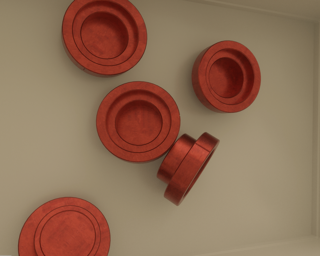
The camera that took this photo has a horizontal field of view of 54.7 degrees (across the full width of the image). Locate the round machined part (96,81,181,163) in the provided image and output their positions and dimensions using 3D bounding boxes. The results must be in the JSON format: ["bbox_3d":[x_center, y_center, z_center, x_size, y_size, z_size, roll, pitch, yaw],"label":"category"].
[{"bbox_3d":[-0.025,-0.005,0.381,0.099,0.042,0.098,0,78,-1],"label":"round machined part"}]

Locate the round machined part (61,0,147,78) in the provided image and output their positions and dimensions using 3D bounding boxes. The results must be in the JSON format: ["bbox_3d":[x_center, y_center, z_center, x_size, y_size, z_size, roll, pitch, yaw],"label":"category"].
[{"bbox_3d":[-0.069,-0.110,0.377,0.099,0.042,0.097,0,90,-21],"label":"round machined part"}]

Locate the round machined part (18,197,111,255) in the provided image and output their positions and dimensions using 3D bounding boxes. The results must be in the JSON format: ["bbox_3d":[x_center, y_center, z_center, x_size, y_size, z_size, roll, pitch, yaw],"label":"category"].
[{"bbox_3d":[-0.103,0.124,0.343,0.099,0.042,0.098,10,60,-17],"label":"round machined part"}]

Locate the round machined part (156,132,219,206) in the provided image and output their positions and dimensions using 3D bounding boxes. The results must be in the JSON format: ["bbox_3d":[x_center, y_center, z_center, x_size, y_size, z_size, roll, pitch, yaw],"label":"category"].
[{"bbox_3d":[0.032,0.046,0.392,0.042,0.098,0.098,32,78,13],"label":"round machined part"}]

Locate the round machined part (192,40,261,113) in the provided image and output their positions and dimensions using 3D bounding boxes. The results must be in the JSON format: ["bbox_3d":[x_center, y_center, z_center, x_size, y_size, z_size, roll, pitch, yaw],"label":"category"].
[{"bbox_3d":[0.088,-0.069,0.436,0.099,0.042,0.097,0,90,-21],"label":"round machined part"}]
